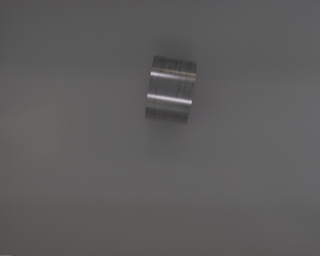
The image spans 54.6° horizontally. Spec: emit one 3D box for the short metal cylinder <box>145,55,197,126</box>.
[{"bbox_3d":[0.013,-0.046,0.384,0.050,0.080,0.080,9,90,0],"label":"short metal cylinder"}]
